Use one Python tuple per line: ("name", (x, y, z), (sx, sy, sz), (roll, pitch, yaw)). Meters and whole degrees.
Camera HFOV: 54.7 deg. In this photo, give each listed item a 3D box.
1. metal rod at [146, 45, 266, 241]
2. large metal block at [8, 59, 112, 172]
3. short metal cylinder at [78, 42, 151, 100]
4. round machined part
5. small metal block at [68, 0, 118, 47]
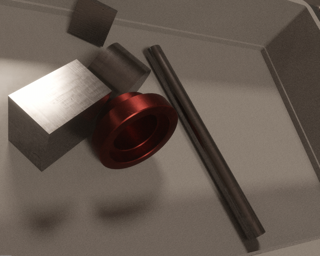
("metal rod", (0.056, 0.008, 0.432), (0.025, 0.025, 0.299), (-16, 70, -35))
("large metal block", (-0.105, -0.012, 0.320), (0.050, 0.080, 0.080), (42, 51, 5))
("short metal cylinder", (-0.056, -0.056, 0.375), (0.050, 0.080, 0.080), (40, 51, -2))
("round machined part", (-0.032, -0.002, 0.347), (0.099, 0.097, 0.042), (-16, 54, -35))
("small metal block", (-0.092, -0.148, 0.428), (0.050, 0.050, 0.025), (22, 25, -15))
